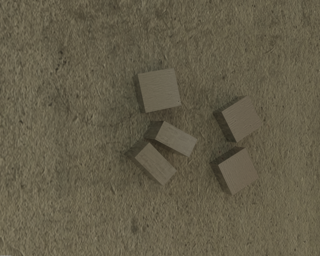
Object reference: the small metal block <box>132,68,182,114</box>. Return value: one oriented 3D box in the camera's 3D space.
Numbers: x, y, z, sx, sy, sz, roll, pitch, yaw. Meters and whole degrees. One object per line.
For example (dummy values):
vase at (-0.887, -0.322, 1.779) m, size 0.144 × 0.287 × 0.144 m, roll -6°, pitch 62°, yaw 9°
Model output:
small metal block at (-0.004, -0.049, 0.407) m, size 0.050 × 0.025 × 0.050 m, roll -13°, pitch 95°, yaw -20°

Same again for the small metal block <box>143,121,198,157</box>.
small metal block at (0.012, 0.014, 0.400) m, size 0.050 × 0.050 × 0.025 m, roll 29°, pitch 81°, yaw -18°

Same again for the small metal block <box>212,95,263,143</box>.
small metal block at (0.113, -0.013, 0.451) m, size 0.050 × 0.025 × 0.050 m, roll -32°, pitch 101°, yaw -17°

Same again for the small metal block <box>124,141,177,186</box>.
small metal block at (-0.013, 0.043, 0.391) m, size 0.025 × 0.050 × 0.050 m, roll -47°, pitch 105°, yaw -14°

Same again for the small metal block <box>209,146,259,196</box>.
small metal block at (0.107, 0.061, 0.449) m, size 0.050 × 0.025 × 0.050 m, roll -29°, pitch 100°, yaw -18°
